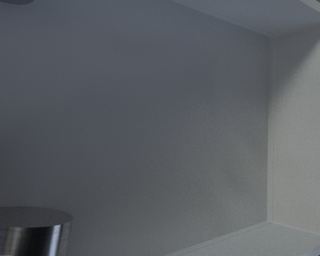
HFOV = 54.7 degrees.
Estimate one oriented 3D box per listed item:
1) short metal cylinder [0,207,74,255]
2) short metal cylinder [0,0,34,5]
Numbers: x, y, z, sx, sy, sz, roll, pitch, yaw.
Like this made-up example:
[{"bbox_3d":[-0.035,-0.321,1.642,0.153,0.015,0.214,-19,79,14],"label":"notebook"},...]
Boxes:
[{"bbox_3d":[-0.121,0.102,0.271,0.081,0.080,0.050,10,84,-40],"label":"short metal cylinder"},{"bbox_3d":[-0.137,-0.149,0.256,0.080,0.080,0.050,22,76,-38],"label":"short metal cylinder"}]
